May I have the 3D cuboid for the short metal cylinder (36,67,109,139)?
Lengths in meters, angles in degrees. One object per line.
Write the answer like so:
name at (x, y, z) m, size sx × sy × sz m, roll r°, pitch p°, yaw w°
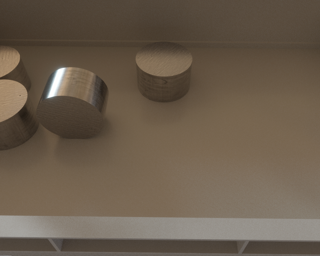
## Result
short metal cylinder at (-0.109, -0.030, 0.394) m, size 0.080 × 0.080 × 0.050 m, roll 1°, pitch 50°, yaw 0°

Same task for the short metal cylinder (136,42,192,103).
short metal cylinder at (0.006, -0.084, 0.459) m, size 0.080 × 0.050 × 0.080 m, roll 0°, pitch 50°, yaw 0°

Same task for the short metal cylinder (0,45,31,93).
short metal cylinder at (-0.237, -0.076, 0.451) m, size 0.080 × 0.050 × 0.080 m, roll 0°, pitch 50°, yaw 0°

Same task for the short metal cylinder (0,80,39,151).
short metal cylinder at (-0.206, -0.018, 0.402) m, size 0.080 × 0.050 × 0.080 m, roll 0°, pitch 50°, yaw 0°
